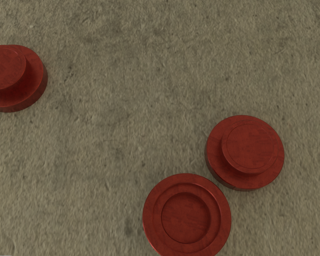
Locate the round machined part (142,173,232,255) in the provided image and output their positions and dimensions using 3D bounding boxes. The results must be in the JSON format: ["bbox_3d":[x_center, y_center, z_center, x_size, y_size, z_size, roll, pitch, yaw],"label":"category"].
[{"bbox_3d":[0.030,0.105,0.361,0.099,0.042,0.098,0,70,-1],"label":"round machined part"}]

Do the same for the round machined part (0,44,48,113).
[{"bbox_3d":[-0.210,-0.074,0.423,0.099,0.042,0.098,0,70,-1],"label":"round machined part"}]

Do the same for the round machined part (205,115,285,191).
[{"bbox_3d":[0.108,0.028,0.390,0.099,0.042,0.098,0,70,-1],"label":"round machined part"}]
